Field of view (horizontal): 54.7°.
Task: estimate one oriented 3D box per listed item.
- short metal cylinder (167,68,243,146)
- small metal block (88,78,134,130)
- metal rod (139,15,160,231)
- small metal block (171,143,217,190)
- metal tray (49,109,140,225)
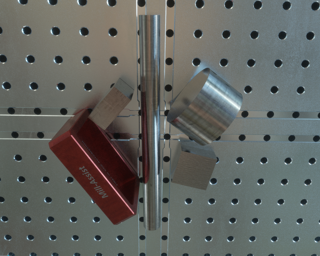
[{"bbox_3d":[0.053,-0.026,0.375,0.050,0.080,0.080,36,106,-13],"label":"short metal cylinder"},{"bbox_3d":[-0.060,-0.031,0.387,0.025,0.050,0.050,40,105,-14],"label":"small metal block"},{"bbox_3d":[-0.012,0.007,0.415,0.025,0.025,0.298,0,110,0],"label":"metal rod"},{"bbox_3d":[0.047,0.055,0.435,0.050,0.025,0.050,14,109,-6],"label":"small metal block"},{"bbox_3d":[-0.076,0.047,0.394,0.030,0.090,0.130,-31,108,10],"label":"metal tray"}]
